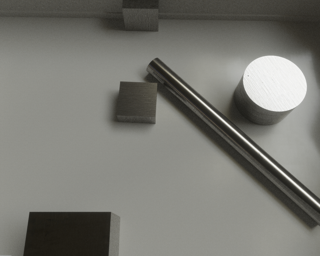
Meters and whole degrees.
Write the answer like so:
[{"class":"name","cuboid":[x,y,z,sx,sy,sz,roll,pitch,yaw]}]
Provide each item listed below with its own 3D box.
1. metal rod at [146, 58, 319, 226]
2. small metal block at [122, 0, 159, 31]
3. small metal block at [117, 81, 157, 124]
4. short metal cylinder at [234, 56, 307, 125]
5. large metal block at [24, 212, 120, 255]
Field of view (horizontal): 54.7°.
[{"class":"metal rod","cuboid":[0.096,0.010,0.407,0.025,0.025,0.300,-43,76,-14]},{"class":"small metal block","cuboid":[-0.027,-0.169,0.458,0.050,0.050,0.025,1,70,0]},{"class":"small metal block","cuboid":[-0.030,-0.034,0.422,0.050,0.025,0.050,3,70,0]},{"class":"short metal cylinder","cuboid":[0.146,-0.049,0.416,0.081,0.050,0.080,0,70,0]},{"class":"large metal block","cuboid":[-0.089,0.120,0.336,0.081,0.080,0.050,0,70,0]}]
